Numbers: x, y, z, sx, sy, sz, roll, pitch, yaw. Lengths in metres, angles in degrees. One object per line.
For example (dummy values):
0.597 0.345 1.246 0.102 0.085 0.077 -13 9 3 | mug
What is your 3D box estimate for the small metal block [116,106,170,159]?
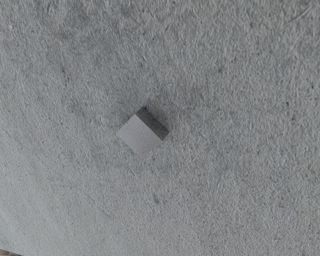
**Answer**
-0.024 0.007 0.423 0.050 0.025 0.050 45 129 -4 | small metal block
